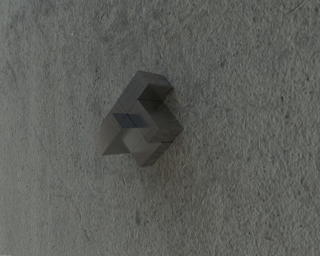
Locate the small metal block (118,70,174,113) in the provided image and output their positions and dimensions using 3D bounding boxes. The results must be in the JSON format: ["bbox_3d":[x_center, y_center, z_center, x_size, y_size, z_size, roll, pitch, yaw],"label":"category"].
[{"bbox_3d":[-0.018,-0.045,0.403,0.050,0.050,0.025,-51,60,28],"label":"small metal block"}]

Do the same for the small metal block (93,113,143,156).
[{"bbox_3d":[-0.049,0.008,0.396,0.050,0.050,0.025,-51,60,28],"label":"small metal block"}]

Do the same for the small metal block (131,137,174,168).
[{"bbox_3d":[-0.017,0.017,0.419,0.050,0.025,0.050,-50,61,28],"label":"small metal block"}]

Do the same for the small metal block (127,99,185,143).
[{"bbox_3d":[-0.005,-0.009,0.392,0.025,0.050,0.050,-50,61,28],"label":"small metal block"}]

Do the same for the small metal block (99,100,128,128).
[{"bbox_3d":[-0.046,-0.010,0.425,0.050,0.050,0.025,-51,60,28],"label":"small metal block"}]
